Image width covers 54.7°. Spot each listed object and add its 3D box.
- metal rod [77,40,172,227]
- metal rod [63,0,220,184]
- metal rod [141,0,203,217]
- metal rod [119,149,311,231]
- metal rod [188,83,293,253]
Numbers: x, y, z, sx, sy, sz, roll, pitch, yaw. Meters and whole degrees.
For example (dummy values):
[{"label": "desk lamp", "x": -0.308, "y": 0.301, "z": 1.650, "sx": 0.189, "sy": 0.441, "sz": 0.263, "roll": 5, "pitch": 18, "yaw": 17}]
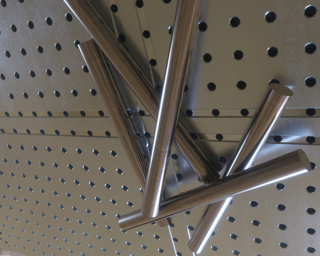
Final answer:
[{"label": "metal rod", "x": -0.042, "y": 0.021, "z": 0.444, "sx": 0.025, "sy": 0.025, "sz": 0.298, "roll": -8, "pitch": 115, "yaw": 31}, {"label": "metal rod", "x": -0.019, "y": -0.047, "z": 0.390, "sx": 0.025, "sy": 0.025, "sz": 0.300, "roll": -30, "pitch": 102, "yaw": 37}, {"label": "metal rod", "x": 0.010, "y": -0.017, "z": 0.366, "sx": 0.025, "sy": 0.025, "sz": 0.298, "roll": 19, "pitch": 117, "yaw": 17}, {"label": "metal rod", "x": 0.046, "y": 0.093, "z": 0.409, "sx": 0.299, "sy": 0.025, "sz": 0.025, "roll": -30, "pitch": 102, "yaw": 37}, {"label": "metal rod", "x": 0.091, "y": 0.075, "z": 0.408, "sx": 0.025, "sy": 0.025, "sz": 0.298, "roll": 26, "pitch": 127, "yaw": 12}]
